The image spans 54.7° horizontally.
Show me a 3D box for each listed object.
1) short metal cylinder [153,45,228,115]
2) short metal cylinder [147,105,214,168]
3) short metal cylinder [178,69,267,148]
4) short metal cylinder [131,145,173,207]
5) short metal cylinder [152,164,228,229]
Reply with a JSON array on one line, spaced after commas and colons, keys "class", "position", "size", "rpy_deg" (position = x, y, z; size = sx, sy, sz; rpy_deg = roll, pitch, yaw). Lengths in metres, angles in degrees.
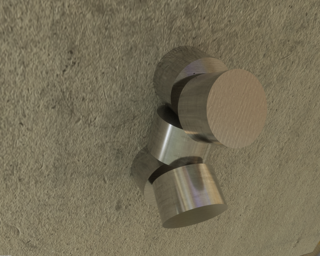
[{"class": "short metal cylinder", "position": [0.038, -0.055, 0.379], "size": [0.081, 0.050, 0.079], "rpy_deg": [-14, 124, -21]}, {"class": "short metal cylinder", "position": [0.029, 0.009, 0.395], "size": [0.081, 0.080, 0.050], "rpy_deg": [1, 118, -29]}, {"class": "short metal cylinder", "position": [0.067, -0.020, 0.332], "size": [0.081, 0.050, 0.079], "rpy_deg": [-2, 94, -29]}, {"class": "short metal cylinder", "position": [0.005, 0.063, 0.434], "size": [0.081, 0.050, 0.079], "rpy_deg": [-14, 124, -21]}, {"class": "short metal cylinder", "position": [0.035, 0.084, 0.378], "size": [0.081, 0.050, 0.080], "rpy_deg": [-13, 150, -7]}]
